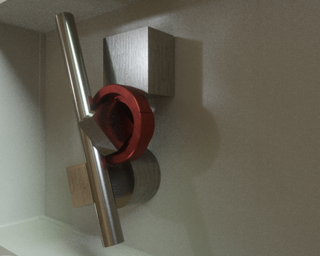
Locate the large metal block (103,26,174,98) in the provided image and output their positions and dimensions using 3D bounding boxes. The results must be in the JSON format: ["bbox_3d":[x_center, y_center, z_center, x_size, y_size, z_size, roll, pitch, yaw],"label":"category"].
[{"bbox_3d":[-0.029,-0.080,0.409,0.080,0.050,0.079,0,90,39],"label":"large metal block"}]

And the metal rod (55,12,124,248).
[{"bbox_3d":[-0.091,-0.008,0.387,0.025,0.025,0.299,-24,75,37],"label":"metal rod"}]

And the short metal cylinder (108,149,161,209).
[{"bbox_3d":[-0.046,0.066,0.425,0.080,0.050,0.079,0,90,39],"label":"short metal cylinder"}]

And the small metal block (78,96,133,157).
[{"bbox_3d":[-0.063,-0.002,0.375,0.025,0.050,0.050,-22,111,34],"label":"small metal block"}]

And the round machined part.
[{"bbox_3d":[-0.045,-0.005,0.391,0.098,0.042,0.097,0,90,39],"label":"round machined part"}]

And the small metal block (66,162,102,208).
[{"bbox_3d":[-0.093,0.073,0.395,0.025,0.050,0.050,-15,78,5],"label":"small metal block"}]
